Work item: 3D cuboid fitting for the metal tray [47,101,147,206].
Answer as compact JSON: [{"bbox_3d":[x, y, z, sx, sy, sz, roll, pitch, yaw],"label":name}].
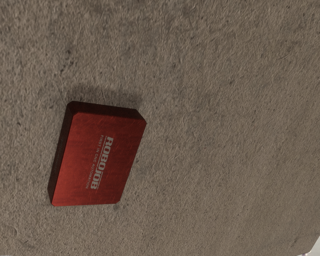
[{"bbox_3d":[-0.079,0.036,0.383,0.091,0.030,0.129,6,115,-32],"label":"metal tray"}]
